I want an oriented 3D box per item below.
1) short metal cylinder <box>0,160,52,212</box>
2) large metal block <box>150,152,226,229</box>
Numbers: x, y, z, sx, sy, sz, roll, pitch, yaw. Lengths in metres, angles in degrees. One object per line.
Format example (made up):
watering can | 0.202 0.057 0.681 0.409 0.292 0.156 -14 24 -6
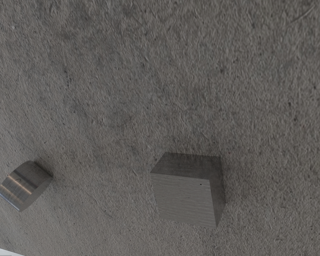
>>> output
short metal cylinder | -0.245 0.105 0.566 0.050 0.080 0.080 40 129 1
large metal block | 0.040 0.083 0.421 0.080 0.050 0.080 2 120 27
